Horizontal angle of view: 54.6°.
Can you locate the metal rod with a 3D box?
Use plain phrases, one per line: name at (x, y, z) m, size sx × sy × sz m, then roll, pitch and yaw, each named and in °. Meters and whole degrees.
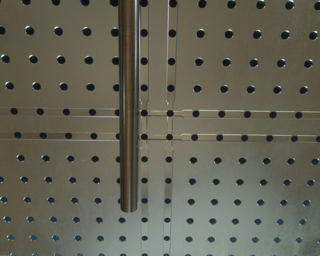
metal rod at (-0.041, -0.023, 0.404) m, size 0.025 × 0.025 × 0.298 m, roll 2°, pitch 110°, yaw -1°
